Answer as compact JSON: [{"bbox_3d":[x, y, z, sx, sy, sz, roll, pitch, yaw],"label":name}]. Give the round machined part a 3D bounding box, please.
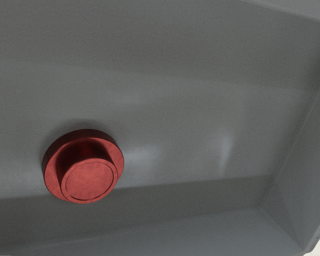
[{"bbox_3d":[-0.091,0.053,0.381,0.099,0.042,0.097,-14,124,-21],"label":"round machined part"}]
